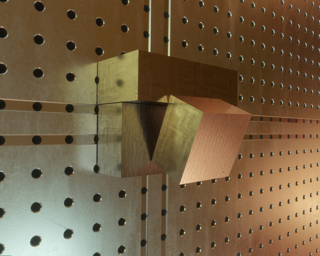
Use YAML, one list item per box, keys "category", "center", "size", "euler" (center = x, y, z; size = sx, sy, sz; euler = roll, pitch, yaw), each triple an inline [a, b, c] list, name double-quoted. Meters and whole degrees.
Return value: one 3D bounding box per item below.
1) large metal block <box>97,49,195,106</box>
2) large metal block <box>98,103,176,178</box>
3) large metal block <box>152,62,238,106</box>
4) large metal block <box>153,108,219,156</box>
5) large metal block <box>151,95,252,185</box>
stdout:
- category: "large metal block"
  center: [-0.017, -0.052, 0.360]
  size: [0.081, 0.080, 0.050]
  euler: [1, 90, -40]
- category: "large metal block"
  center: [-0.026, 0.013, 0.371]
  size: [0.081, 0.050, 0.079]
  euler: [1, 90, -40]
- category: "large metal block"
  center: [0.045, -0.051, 0.412]
  size: [0.081, 0.080, 0.050]
  euler: [1, 90, -40]
- category: "large metal block"
  center: [0.037, 0.014, 0.423]
  size: [0.081, 0.050, 0.079]
  euler: [1, 90, -40]
- category: "large metal block"
  center: [0.046, 0.011, 0.347]
  size: [0.081, 0.050, 0.079]
  euler: [0, 114, -40]
